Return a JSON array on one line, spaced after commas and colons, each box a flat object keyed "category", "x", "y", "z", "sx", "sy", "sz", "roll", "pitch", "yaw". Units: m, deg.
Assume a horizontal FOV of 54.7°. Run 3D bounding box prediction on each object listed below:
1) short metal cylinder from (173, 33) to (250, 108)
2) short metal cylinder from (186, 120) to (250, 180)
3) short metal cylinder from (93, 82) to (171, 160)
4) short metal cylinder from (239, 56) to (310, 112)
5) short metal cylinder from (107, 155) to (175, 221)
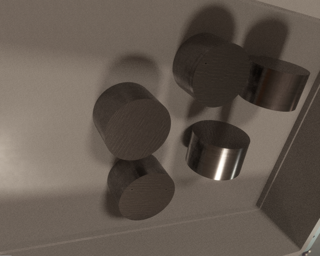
[{"category": "short metal cylinder", "x": 0.063, "y": -0.072, "z": 0.384, "sx": 0.081, "sy": 0.050, "sz": 0.079, "roll": -14, "pitch": 125, "yaw": -21}, {"category": "short metal cylinder", "x": 0.080, "y": 0.029, "z": 0.437, "sx": 0.081, "sy": 0.080, "sz": 0.050, "roll": -5, "pitch": 121, "yaw": -26}, {"category": "short metal cylinder", "x": -0.034, "y": -0.008, "z": 0.370, "sx": 0.081, "sy": 0.050, "sz": 0.079, "roll": -14, "pitch": 125, "yaw": -21}, {"category": "short metal cylinder", "x": 0.153, "y": -0.062, "z": 0.421, "sx": 0.081, "sy": 0.080, "sz": 0.050, "roll": -3, "pitch": 120, "yaw": -27}, {"category": "short metal cylinder", "x": -0.027, "y": 0.080, "z": 0.429, "sx": 0.081, "sy": 0.050, "sz": 0.079, "roll": -14, "pitch": 125, "yaw": -21}]
